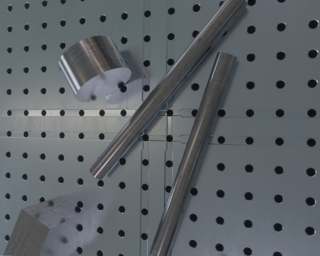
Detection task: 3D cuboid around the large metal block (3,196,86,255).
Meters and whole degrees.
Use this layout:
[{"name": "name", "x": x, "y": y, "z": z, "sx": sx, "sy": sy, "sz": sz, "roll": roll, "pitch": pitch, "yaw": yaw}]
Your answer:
[{"name": "large metal block", "x": -0.162, "y": 0.152, "z": 0.440, "sx": 0.050, "sy": 0.080, "sz": 0.080, "roll": 27, "pitch": 99, "yaw": 18}]

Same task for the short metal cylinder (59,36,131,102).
[{"name": "short metal cylinder", "x": -0.086, "y": -0.077, "z": 0.414, "sx": 0.080, "sy": 0.080, "sz": 0.050, "roll": -33, "pitch": 80, "yaw": 17}]

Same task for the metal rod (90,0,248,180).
[{"name": "metal rod", "x": 0.003, "y": -0.046, "z": 0.411, "sx": 0.025, "sy": 0.025, "sz": 0.299, "roll": 43, "pitch": 103, "yaw": 14}]

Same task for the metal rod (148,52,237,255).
[{"name": "metal rod", "x": 0.037, "y": 0.051, "z": 0.399, "sx": 0.025, "sy": 0.025, "sz": 0.298, "roll": 20, "pitch": 97, "yaw": 19}]
